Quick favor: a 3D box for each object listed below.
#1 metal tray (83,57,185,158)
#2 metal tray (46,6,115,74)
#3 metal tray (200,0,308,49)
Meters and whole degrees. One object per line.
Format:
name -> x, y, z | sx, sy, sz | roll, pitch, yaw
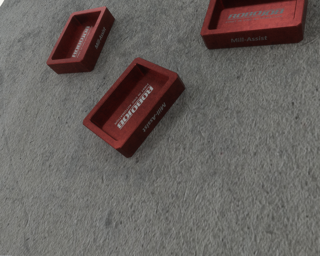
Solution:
metal tray -> -0.038, -0.033, 0.440 | 0.090, 0.030, 0.130 | 31, 79, 38
metal tray -> -0.146, -0.163, 0.577 | 0.090, 0.030, 0.130 | 2, 63, 29
metal tray -> 0.130, -0.157, 0.428 | 0.130, 0.030, 0.090 | 4, 63, 29
